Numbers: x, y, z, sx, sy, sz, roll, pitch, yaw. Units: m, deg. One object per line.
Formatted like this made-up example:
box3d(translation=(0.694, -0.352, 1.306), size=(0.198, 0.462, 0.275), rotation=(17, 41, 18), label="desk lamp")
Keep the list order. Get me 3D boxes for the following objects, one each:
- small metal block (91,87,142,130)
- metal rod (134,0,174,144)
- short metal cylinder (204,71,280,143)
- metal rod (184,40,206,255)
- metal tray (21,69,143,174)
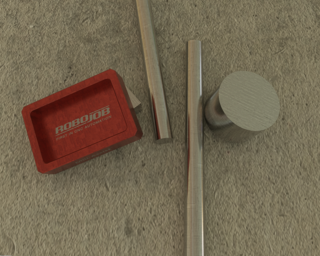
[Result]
box3d(translation=(-0.060, -0.032, 0.419), size=(0.050, 0.025, 0.050), rotation=(-38, 75, -13), label="small metal block")
box3d(translation=(-0.016, -0.122, 0.452), size=(0.025, 0.025, 0.299), rotation=(-8, 70, -3), label="metal rod")
box3d(translation=(0.103, -0.026, 0.397), size=(0.081, 0.050, 0.080), rotation=(5, 69, -12), label="short metal cylinder")
box3d(translation=(0.045, 0.018, 0.401), size=(0.025, 0.025, 0.299), rotation=(2, 70, 0), label="metal rod")
box3d(translation=(-0.098, -0.007, 0.386), size=(0.130, 0.030, 0.090), rotation=(-23, 76, 6), label="metal tray")
